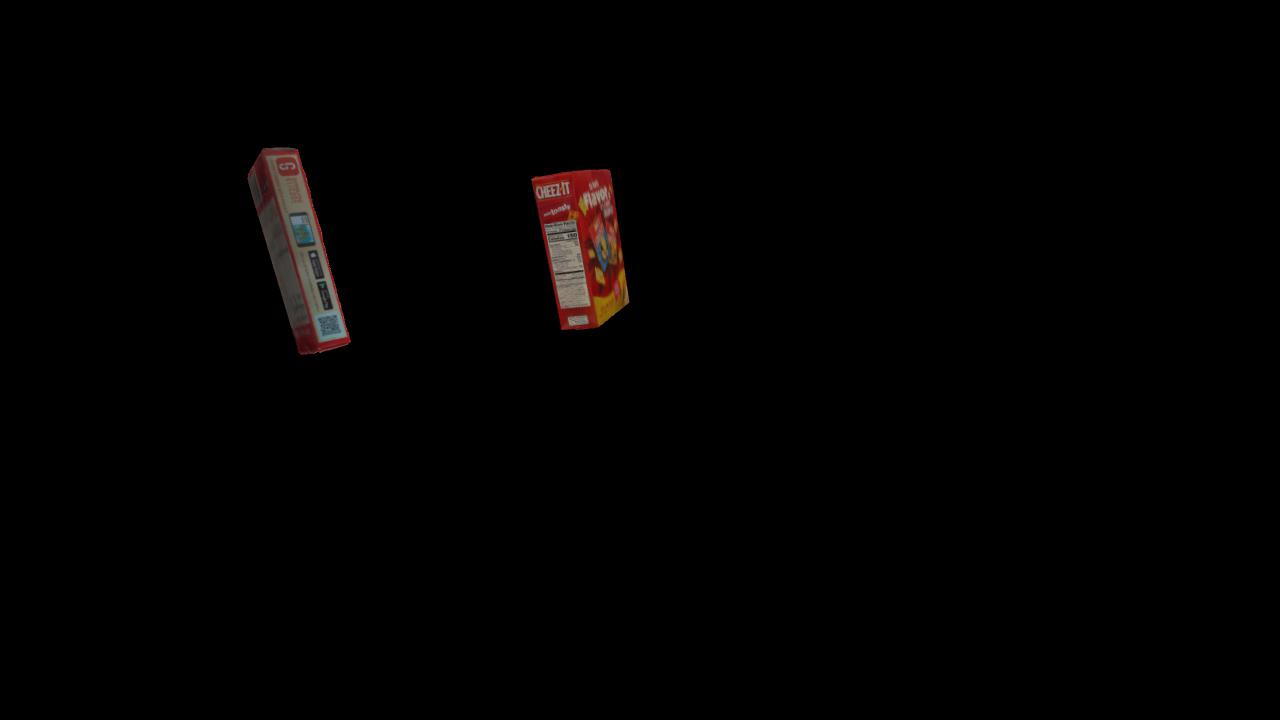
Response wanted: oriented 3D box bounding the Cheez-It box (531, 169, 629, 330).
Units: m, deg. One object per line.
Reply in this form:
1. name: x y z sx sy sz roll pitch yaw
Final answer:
1. Cheez-It box: -0.083 -0.173 0.940 0.071 0.223 0.166 -3 17 17

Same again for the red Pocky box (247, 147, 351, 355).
1. red Pocky box: -0.276 -0.082 0.498 0.028 0.155 0.083 -18 11 -39
